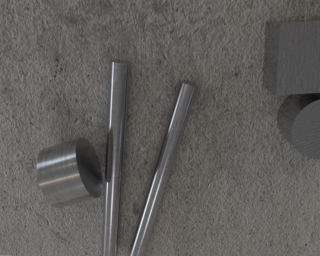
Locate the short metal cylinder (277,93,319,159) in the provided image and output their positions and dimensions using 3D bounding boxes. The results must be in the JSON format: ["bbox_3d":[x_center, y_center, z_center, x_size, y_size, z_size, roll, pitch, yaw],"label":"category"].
[{"bbox_3d":[0.198,-0.007,0.396,0.081,0.050,0.079,0,110,0],"label":"short metal cylinder"}]

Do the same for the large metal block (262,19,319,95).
[{"bbox_3d":[0.171,-0.086,0.366,0.080,0.050,0.079,-3,110,1],"label":"large metal block"}]

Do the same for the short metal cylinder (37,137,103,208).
[{"bbox_3d":[-0.114,0.057,0.400,0.050,0.080,0.080,-16,109,6],"label":"short metal cylinder"}]

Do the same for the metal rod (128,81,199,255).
[{"bbox_3d":[-0.002,0.079,0.438,0.025,0.025,0.298,14,109,-5],"label":"metal rod"}]

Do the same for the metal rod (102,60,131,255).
[{"bbox_3d":[-0.063,0.058,0.430,0.025,0.025,0.298,5,110,-2],"label":"metal rod"}]
